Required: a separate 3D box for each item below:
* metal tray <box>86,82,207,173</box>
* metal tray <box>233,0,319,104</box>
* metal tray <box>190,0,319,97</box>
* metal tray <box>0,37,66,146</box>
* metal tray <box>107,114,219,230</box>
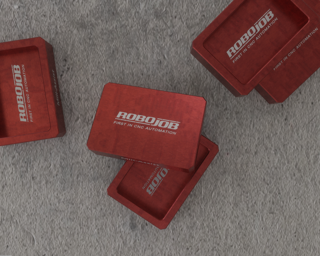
[{"bbox_3d":[-0.014,-0.002,0.384,0.131,0.030,0.090,10,74,10],"label":"metal tray"},{"bbox_3d":[0.169,-0.106,0.409,0.130,0.030,0.090,-44,90,0],"label":"metal tray"},{"bbox_3d":[0.113,-0.113,0.377,0.090,0.030,0.130,45,90,0],"label":"metal tray"},{"bbox_3d":[-0.181,-0.046,0.405,0.091,0.030,0.129,-9,90,0],"label":"metal tray"},{"bbox_3d":[0.004,0.053,0.407,0.090,0.030,0.130,34,90,0],"label":"metal tray"}]
